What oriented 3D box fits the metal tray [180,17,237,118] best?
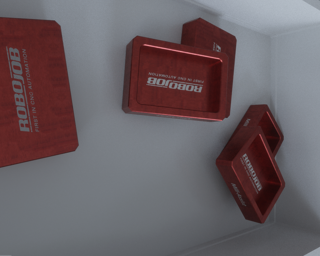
[{"bbox_3d":[0.070,-0.085,0.462,0.091,0.030,0.129,10,83,-40],"label":"metal tray"}]

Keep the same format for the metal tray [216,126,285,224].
[{"bbox_3d":[0.146,0.072,0.485,0.090,0.030,0.130,-45,117,-30],"label":"metal tray"}]

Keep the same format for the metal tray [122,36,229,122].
[{"bbox_3d":[0.022,-0.058,0.393,0.131,0.030,0.089,5,86,-21],"label":"metal tray"}]

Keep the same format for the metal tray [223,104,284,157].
[{"bbox_3d":[0.164,0.033,0.540,0.130,0.030,0.090,-52,121,-27],"label":"metal tray"}]

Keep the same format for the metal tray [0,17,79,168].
[{"bbox_3d":[-0.133,-0.034,0.291,0.091,0.030,0.129,-12,98,-39],"label":"metal tray"}]
